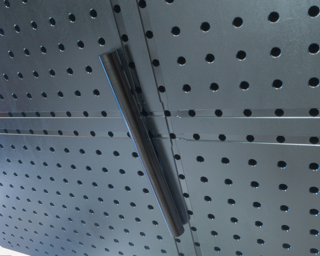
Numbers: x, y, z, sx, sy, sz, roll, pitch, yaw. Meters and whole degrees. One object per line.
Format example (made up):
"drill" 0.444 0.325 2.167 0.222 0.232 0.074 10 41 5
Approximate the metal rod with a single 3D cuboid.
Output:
"metal rod" -0.019 0.036 0.444 0.025 0.025 0.299 -6 116 31
